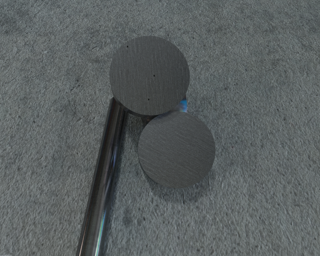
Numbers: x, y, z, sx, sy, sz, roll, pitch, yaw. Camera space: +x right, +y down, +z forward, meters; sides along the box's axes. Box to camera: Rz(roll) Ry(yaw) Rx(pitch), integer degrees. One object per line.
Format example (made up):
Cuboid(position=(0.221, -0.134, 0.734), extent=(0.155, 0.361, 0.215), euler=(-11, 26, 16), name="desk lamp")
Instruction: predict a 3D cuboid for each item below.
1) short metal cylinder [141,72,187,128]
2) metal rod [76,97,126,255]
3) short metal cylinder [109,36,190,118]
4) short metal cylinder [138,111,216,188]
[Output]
Cuboid(position=(0.000, -0.039, 0.400), extent=(0.050, 0.080, 0.080), euler=(-9, 51, -8), name="short metal cylinder")
Cuboid(position=(-0.065, 0.079, 0.336), extent=(0.025, 0.025, 0.300), euler=(3, 50, 2), name="metal rod")
Cuboid(position=(-0.013, -0.052, 0.333), extent=(0.081, 0.050, 0.080), euler=(0, 89, -8), name="short metal cylinder")
Cuboid(position=(0.016, 0.025, 0.343), extent=(0.081, 0.050, 0.080), euler=(1, 81, -4), name="short metal cylinder")
